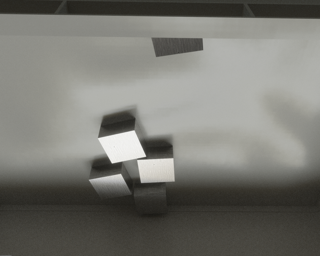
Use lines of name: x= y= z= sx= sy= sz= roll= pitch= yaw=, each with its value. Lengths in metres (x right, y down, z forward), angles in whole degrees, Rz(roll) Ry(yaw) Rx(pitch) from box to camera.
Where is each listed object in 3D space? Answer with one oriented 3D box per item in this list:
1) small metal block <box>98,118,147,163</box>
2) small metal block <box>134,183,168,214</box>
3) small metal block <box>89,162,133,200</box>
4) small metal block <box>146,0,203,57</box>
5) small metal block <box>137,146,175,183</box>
small metal block: x=-0.050 y=0.018 z=0.424 sx=0.050 sy=0.025 sz=0.050 roll=-12 pitch=129 yaw=10
small metal block: x=-0.014 y=0.115 z=0.507 sx=0.050 sy=0.025 sz=0.050 roll=-3 pitch=130 yaw=3
small metal block: x=-0.074 y=0.082 z=0.478 sx=0.050 sy=0.025 sz=0.050 roll=-12 pitch=129 yaw=9
small metal block: x=0.016 y=-0.102 z=0.313 sx=0.050 sy=0.025 sz=0.050 roll=-7 pitch=148 yaw=6
small metal block: x=-0.005 y=0.054 z=0.455 sx=0.050 sy=0.025 sz=0.050 roll=-3 pitch=130 yaw=2
